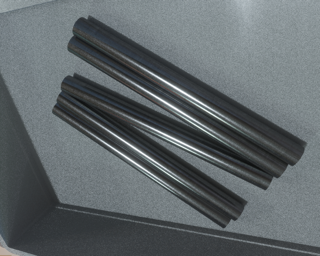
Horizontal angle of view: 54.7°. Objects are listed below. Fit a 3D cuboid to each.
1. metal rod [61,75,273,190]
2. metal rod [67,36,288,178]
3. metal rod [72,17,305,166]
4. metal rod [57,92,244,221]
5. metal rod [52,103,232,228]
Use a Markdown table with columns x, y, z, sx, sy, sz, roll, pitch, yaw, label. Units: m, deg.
| x | y | z | sx | sy | sz | roll | pitch | yaw | label |
| --- | --- | --- | --- | --- | --- | --- | --- | --- | --- |
| 0.001 | 0.001 | 0.407 | 0.301 | 0.025 | 0.025 | 26 | 128 | 12 | metal rod |
| 0.016 | -0.030 | 0.380 | 0.301 | 0.025 | 0.025 | 32 | 129 | 7 | metal rod |
| 0.027 | -0.047 | 0.364 | 0.301 | 0.025 | 0.025 | 32 | 129 | 7 | metal rod |
| -0.017 | 0.035 | 0.438 | 0.301 | 0.025 | 0.025 | 33 | 129 | 6 | metal rod |
| -0.029 | 0.050 | 0.453 | 0.301 | 0.025 | 0.025 | 33 | 129 | 6 | metal rod |
